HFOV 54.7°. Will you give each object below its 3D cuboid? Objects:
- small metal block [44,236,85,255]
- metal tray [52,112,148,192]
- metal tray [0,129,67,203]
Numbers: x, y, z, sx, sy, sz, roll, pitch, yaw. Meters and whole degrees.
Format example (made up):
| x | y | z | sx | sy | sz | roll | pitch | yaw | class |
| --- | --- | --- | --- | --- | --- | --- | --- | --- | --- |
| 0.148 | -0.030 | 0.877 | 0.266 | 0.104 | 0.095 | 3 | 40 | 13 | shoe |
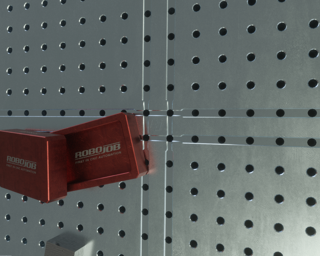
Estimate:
| x | y | z | sx | sy | sz | roll | pitch | yaw | class |
| --- | --- | --- | --- | --- | --- | --- | --- | --- | --- |
| -0.145 | 0.197 | 0.464 | 0.050 | 0.025 | 0.050 | 11 | 94 | 19 | small metal block |
| -0.091 | 0.036 | 0.441 | 0.130 | 0.030 | 0.090 | -14 | 85 | 19 | metal tray |
| -0.190 | 0.051 | 0.455 | 0.130 | 0.030 | 0.089 | 5 | 97 | 36 | metal tray |
